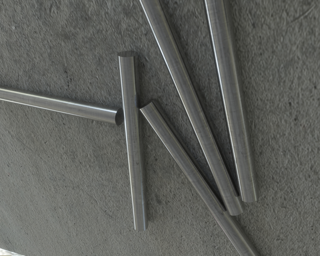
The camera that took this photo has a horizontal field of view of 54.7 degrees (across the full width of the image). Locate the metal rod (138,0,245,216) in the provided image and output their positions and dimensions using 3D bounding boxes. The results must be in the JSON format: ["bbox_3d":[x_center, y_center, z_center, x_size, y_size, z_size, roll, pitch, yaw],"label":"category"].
[{"bbox_3d":[0.044,-0.018,0.372,0.025,0.025,0.299,-12,113,33],"label":"metal rod"}]

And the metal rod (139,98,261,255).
[{"bbox_3d":[0.066,0.090,0.427,0.025,0.025,0.299,-25,105,37],"label":"metal rod"}]

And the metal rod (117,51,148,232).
[{"bbox_3d":[-0.035,0.038,0.449,0.025,0.025,0.298,12,124,21],"label":"metal rod"}]

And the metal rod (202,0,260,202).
[{"bbox_3d":[0.078,-0.043,0.338,0.025,0.025,0.298,-2,118,29],"label":"metal rod"}]

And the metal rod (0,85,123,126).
[{"bbox_3d":[-0.192,-0.044,0.481,0.301,0.025,0.025,12,123,21],"label":"metal rod"}]
